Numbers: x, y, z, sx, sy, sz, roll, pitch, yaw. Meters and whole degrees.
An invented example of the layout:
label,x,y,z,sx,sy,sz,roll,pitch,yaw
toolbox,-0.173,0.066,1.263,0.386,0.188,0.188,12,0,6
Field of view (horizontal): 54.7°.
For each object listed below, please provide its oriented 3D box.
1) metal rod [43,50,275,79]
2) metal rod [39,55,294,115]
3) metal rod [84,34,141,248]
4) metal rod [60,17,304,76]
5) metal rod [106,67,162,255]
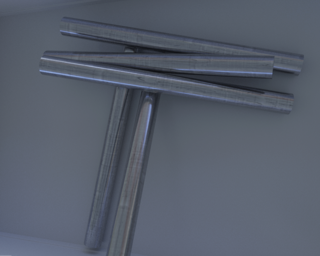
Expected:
label,x,y,z,sx,sy,sz,roll,pitch,yaw
metal rod,-0.018,-0.081,0.387,0.301,0.025,0.025,6,92,20
metal rod,0.003,-0.053,0.373,0.302,0.025,0.025,10,94,6
metal rod,-0.065,0.020,0.432,0.025,0.025,0.298,13,94,19
metal rod,0.017,-0.104,0.384,0.301,0.025,0.025,13,94,12
metal rod,-0.029,0.055,0.355,0.025,0.025,0.299,2,65,19
